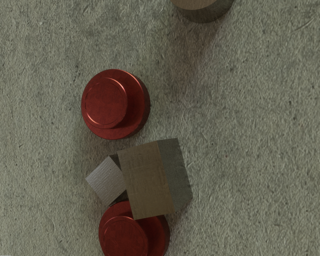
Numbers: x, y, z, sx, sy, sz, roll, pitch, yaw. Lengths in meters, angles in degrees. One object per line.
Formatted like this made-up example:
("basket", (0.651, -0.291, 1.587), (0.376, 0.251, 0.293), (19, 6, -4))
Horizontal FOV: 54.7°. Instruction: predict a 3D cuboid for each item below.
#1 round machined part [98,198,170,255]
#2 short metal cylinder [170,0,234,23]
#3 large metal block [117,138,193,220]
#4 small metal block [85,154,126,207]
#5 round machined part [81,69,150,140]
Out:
("round machined part", (-0.040, 0.146, 0.413), (0.098, 0.042, 0.097), (0, 90, 19))
("short metal cylinder", (0.050, -0.175, 0.378), (0.080, 0.050, 0.079), (0, 90, 19))
("large metal block", (-0.003, 0.058, 0.380), (0.050, 0.080, 0.080), (-16, 85, 19))
("small metal block", (-0.066, 0.072, 0.431), (0.050, 0.025, 0.050), (-44, 77, 14))
("round machined part", (-0.066, -0.032, 0.422), (0.098, 0.042, 0.097), (0, 90, 19))
